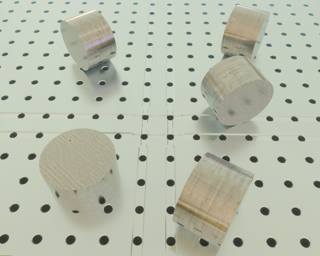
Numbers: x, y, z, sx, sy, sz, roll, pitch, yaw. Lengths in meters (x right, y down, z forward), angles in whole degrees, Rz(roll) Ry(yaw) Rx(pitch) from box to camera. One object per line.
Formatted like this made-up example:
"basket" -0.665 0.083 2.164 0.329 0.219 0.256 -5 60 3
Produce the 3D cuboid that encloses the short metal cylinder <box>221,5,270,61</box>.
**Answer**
"short metal cylinder" 0.138 -0.152 0.501 0.050 0.080 0.080 22 54 17

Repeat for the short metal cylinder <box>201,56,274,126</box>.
"short metal cylinder" 0.101 -0.049 0.413 0.081 0.080 0.050 -15 52 -13

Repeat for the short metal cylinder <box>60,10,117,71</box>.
"short metal cylinder" -0.112 -0.137 0.486 0.050 0.080 0.080 -32 57 -24

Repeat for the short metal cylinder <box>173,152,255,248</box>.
"short metal cylinder" 0.055 0.071 0.312 0.050 0.080 0.080 25 55 20

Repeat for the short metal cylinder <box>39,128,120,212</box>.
"short metal cylinder" -0.088 0.047 0.351 0.081 0.050 0.080 0 50 0
